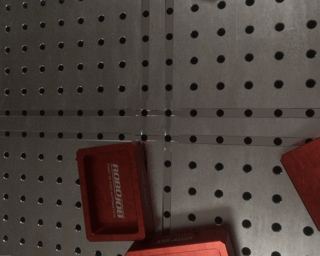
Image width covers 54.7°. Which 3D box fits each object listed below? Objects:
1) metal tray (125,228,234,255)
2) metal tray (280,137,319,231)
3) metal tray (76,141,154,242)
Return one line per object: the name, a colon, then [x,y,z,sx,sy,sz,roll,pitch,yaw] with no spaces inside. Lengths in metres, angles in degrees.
metal tray: [0.030,0.182,0.390,0.130,0.030,0.089,-14,95,19]
metal tray: [0.206,0.042,0.316,0.130,0.030,0.090,-31,60,21]
metal tray: [-0.063,0.088,0.430,0.090,0.030,0.129,-9,87,19]
